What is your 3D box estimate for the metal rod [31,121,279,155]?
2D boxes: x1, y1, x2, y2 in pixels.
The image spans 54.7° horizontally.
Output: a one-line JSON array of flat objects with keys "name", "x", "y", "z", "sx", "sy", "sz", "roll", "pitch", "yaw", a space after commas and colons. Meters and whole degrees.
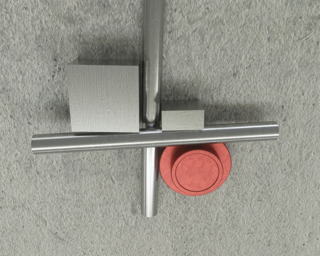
[{"name": "metal rod", "x": -0.003, "y": 0.012, "z": 0.389, "sx": 0.302, "sy": 0.025, "sz": 0.025, "roll": -3, "pitch": 110, "yaw": -4}]

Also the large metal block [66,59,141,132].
[{"name": "large metal block", "x": -0.065, "y": -0.041, "z": 0.381, "sx": 0.081, "sy": 0.050, "sz": 0.079, "roll": 1, "pitch": 110, "yaw": -1}]

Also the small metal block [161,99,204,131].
[{"name": "small metal block", "x": 0.027, "y": -0.018, "z": 0.392, "sx": 0.050, "sy": 0.050, "sz": 0.025, "roll": -1, "pitch": 110, "yaw": 0}]

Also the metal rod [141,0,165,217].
[{"name": "metal rod", "x": -0.011, "y": -0.016, "z": 0.405, "sx": 0.025, "sy": 0.025, "sz": 0.298, "roll": 1, "pitch": 110, "yaw": -1}]

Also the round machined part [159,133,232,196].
[{"name": "round machined part", "x": 0.048, "y": 0.052, "z": 0.421, "sx": 0.099, "sy": 0.042, "sz": 0.097, "roll": 0, "pitch": 110, "yaw": -1}]
